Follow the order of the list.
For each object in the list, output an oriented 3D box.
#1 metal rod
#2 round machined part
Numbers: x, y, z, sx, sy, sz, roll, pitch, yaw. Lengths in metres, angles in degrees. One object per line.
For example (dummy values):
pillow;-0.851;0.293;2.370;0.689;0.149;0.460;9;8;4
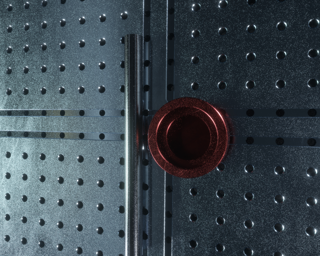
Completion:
metal rod;-0.036;0.024;0.425;0.025;0.025;0.298;0;90;20
round machined part;0.038;0.011;0.390;0.098;0.042;0.097;0;90;20
